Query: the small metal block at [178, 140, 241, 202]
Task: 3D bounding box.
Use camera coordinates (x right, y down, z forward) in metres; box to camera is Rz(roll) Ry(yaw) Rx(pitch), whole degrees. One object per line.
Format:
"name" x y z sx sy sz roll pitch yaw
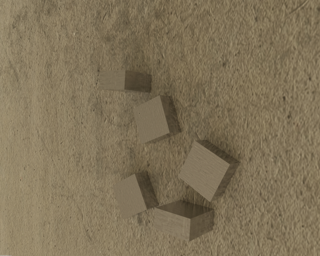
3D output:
"small metal block" 0.056 0.048 0.359 0.050 0.025 0.050 36 112 34

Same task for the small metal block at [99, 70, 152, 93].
"small metal block" -0.048 -0.064 0.428 0.050 0.050 0.025 6 94 40

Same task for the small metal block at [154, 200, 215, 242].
"small metal block" 0.029 0.107 0.365 0.050 0.050 0.025 6 94 40

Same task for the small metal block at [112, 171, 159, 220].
"small metal block" -0.035 0.095 0.434 0.050 0.025 0.050 -32 70 35

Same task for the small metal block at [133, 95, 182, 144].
"small metal block" -0.004 -0.010 0.409 0.050 0.025 0.050 -24 75 37
